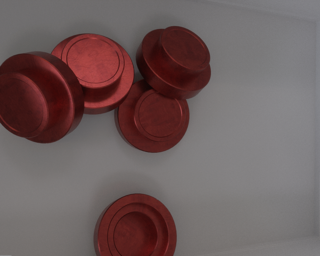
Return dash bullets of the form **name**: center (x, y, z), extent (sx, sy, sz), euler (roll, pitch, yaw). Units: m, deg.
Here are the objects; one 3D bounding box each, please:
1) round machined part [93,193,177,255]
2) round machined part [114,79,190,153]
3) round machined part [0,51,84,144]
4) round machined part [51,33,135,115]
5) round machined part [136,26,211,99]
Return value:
- **round machined part**: center (-0.032, 0.132, 0.379), extent (0.099, 0.042, 0.098), euler (10, 66, -23)
- **round machined part**: center (-0.006, -0.017, 0.399), extent (0.099, 0.042, 0.097), euler (0, 90, -20)
- **round machined part**: center (-0.133, -0.028, 0.324), extent (0.098, 0.042, 0.097), euler (6, 112, 16)
- **round machined part**: center (-0.078, -0.068, 0.357), extent (0.099, 0.042, 0.098), euler (5, 70, -14)
- **round machined part**: center (0.023, -0.088, 0.387), extent (0.099, 0.042, 0.098), euler (14, 56, -22)
